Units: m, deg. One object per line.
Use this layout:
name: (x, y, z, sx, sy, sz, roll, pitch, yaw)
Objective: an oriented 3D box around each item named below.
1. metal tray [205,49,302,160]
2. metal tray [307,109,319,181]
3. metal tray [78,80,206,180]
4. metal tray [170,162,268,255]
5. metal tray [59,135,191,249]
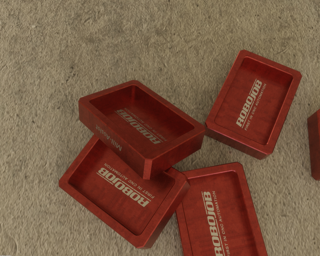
metal tray: (0.124, -0.034, 0.418, 0.090, 0.030, 0.130, 25, 72, 8)
metal tray: (0.264, 0.026, 0.397, 0.131, 0.030, 0.090, 5, 70, 1)
metal tray: (-0.024, -0.006, 0.367, 0.091, 0.030, 0.130, -26, 50, -36)
metal tray: (0.066, 0.112, 0.364, 0.091, 0.030, 0.130, -10, 70, -4)
metal tray: (-0.042, 0.065, 0.361, 0.130, 0.030, 0.090, 29, 77, 24)
